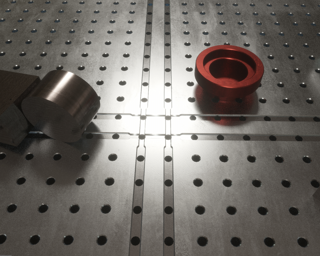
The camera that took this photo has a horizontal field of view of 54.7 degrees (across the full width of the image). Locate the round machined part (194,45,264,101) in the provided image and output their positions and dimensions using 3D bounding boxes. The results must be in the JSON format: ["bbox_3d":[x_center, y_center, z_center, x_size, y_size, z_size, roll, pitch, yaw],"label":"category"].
[{"bbox_3d":[0.101,-0.078,0.464,0.099,0.042,0.098,0,50,0],"label":"round machined part"}]

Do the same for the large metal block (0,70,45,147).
[{"bbox_3d":[-0.205,-0.029,0.407,0.080,0.050,0.080,11,50,19],"label":"large metal block"}]

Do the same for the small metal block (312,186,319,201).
[{"bbox_3d":[0.203,0.071,0.334,0.025,0.050,0.050,-32,58,-24],"label":"small metal block"}]

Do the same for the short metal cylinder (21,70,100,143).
[{"bbox_3d":[-0.124,-0.026,0.393,0.080,0.080,0.050,15,52,12],"label":"short metal cylinder"}]
